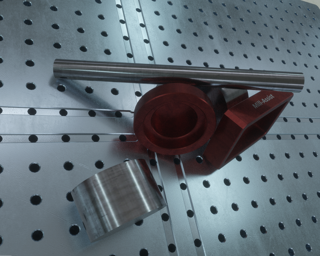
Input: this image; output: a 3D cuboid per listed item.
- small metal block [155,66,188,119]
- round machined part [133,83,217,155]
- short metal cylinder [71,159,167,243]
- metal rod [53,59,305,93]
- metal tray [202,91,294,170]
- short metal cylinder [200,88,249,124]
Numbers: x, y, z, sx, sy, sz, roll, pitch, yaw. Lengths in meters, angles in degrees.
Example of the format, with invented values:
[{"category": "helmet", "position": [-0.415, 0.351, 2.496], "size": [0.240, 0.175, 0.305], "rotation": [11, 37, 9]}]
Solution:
[{"category": "small metal block", "position": [0.015, -0.049, 0.430], "size": [0.025, 0.050, 0.050], "rotation": [14, 56, -20]}, {"category": "round machined part", "position": [0.017, -0.015, 0.383], "size": [0.099, 0.097, 0.042], "rotation": [18, 37, -18]}, {"category": "short metal cylinder", "position": [-0.040, 0.072, 0.308], "size": [0.081, 0.080, 0.050], "rotation": [-16, 70, -34]}, {"category": "metal rod", "position": [0.022, -0.065, 0.384], "size": [0.302, 0.025, 0.025], "rotation": [3, 57, 1]}, {"category": "metal tray", "position": [0.124, -0.005, 0.432], "size": [0.131, 0.089, 0.030], "rotation": [-27, 60, -37]}, {"category": "short metal cylinder", "position": [0.076, -0.039, 0.438], "size": [0.050, 0.080, 0.080], "rotation": [-27, 77, -37]}]
